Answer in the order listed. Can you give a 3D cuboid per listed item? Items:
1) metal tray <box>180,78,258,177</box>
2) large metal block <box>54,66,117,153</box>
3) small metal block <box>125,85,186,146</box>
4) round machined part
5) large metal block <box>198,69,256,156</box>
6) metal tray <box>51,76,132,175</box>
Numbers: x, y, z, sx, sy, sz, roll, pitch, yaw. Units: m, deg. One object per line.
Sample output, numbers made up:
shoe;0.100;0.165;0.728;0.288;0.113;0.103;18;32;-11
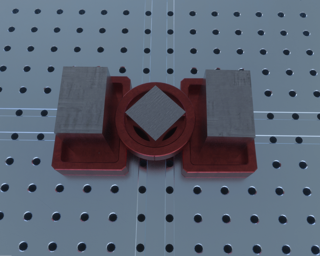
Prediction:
metal tray;0.073;-0.002;0.409;0.091;0.030;0.130;0;70;0
large metal block;-0.085;-0.019;0.375;0.050;0.080;0.080;1;70;0
small metal block;-0.005;-0.014;0.374;0.050;0.025;0.050;43;75;14
round machined part;-0.006;-0.006;0.395;0.099;0.042;0.098;0;70;0
large metal block;0.076;-0.015;0.374;0.050;0.080;0.080;1;70;1
metal tray;-0.086;-0.005;0.409;0.091;0.030;0.130;1;70;0
